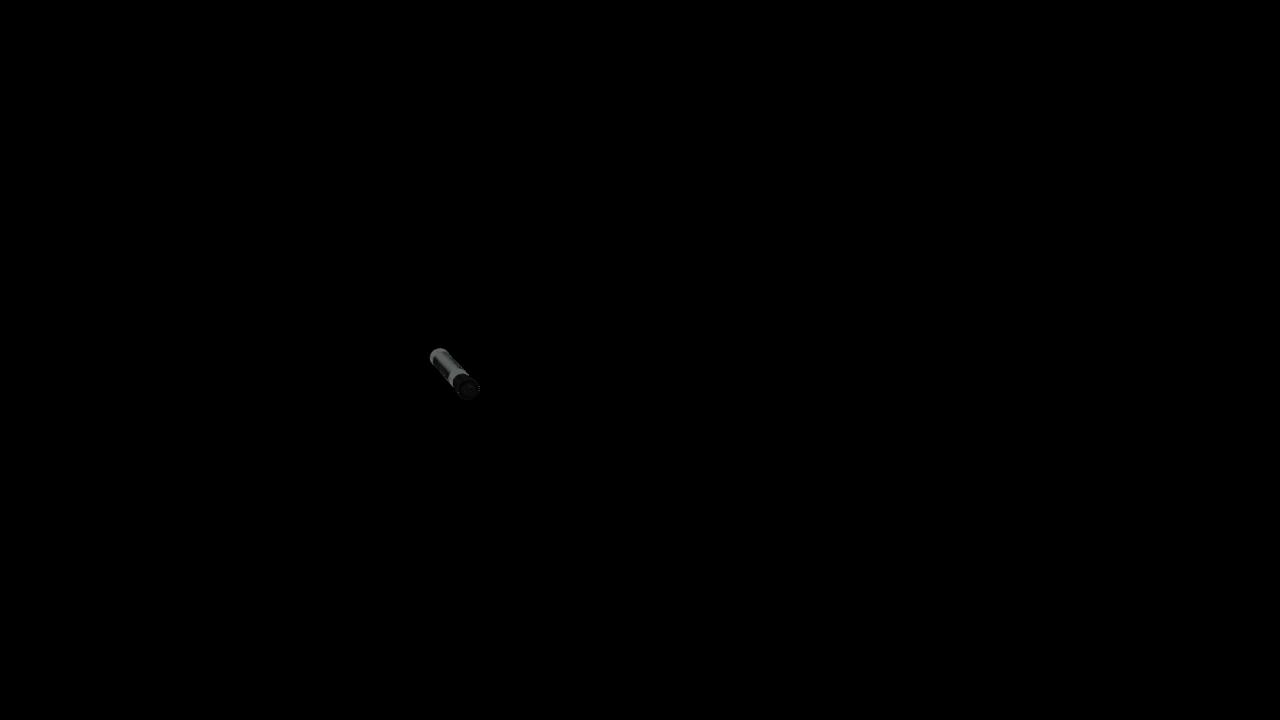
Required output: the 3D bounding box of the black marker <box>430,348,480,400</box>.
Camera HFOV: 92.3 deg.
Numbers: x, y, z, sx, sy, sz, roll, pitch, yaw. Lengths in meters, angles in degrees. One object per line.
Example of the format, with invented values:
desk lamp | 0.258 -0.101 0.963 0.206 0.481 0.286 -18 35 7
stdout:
black marker | -0.168 0.011 0.555 0.020 0.020 0.121 0 14 -30
